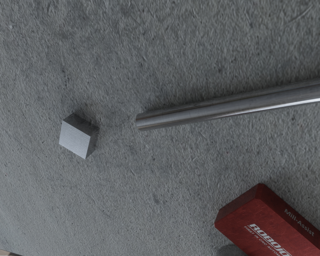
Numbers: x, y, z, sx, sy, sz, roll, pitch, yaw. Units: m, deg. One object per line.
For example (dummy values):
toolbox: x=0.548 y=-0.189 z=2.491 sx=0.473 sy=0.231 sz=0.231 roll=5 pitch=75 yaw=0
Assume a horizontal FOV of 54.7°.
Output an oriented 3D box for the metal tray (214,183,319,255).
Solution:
metal tray: x=0.150 y=0.143 z=0.413 sx=0.130 sy=0.030 sz=0.089 roll=40 pitch=129 yaw=0

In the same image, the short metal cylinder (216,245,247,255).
short metal cylinder: x=0.118 y=0.225 z=0.467 sx=0.080 sy=0.050 sz=0.079 roll=13 pitch=124 yaw=20

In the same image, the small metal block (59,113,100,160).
small metal block: x=-0.125 y=0.013 z=0.478 sx=0.050 sy=0.025 sz=0.050 roll=29 pitch=128 yaw=9

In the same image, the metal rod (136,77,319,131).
metal rod: x=0.101 y=-0.028 z=0.335 sx=0.300 sy=0.025 sz=0.025 roll=-9 pitch=114 yaw=31
